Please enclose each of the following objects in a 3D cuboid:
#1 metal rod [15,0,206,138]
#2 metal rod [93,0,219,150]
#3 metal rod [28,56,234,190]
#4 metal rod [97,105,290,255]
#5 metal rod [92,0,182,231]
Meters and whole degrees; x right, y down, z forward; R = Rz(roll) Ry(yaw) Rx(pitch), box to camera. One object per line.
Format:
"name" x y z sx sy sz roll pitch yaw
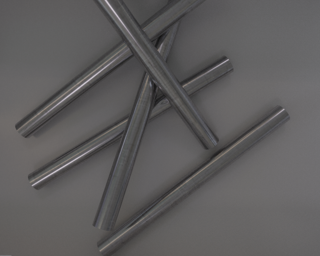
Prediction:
"metal rod" -0.061 -0.084 0.390 0.300 0.025 0.025 -36 90 8
"metal rod" -0.017 -0.086 0.349 0.025 0.025 0.300 -39 115 0
"metal rod" -0.038 -0.007 0.410 0.301 0.025 0.025 -31 90 0
"metal rod" 0.044 0.070 0.411 0.301 0.025 0.025 -37 90 0
"metal rod" -0.022 -0.025 0.385 0.025 0.025 0.299 18 80 0
